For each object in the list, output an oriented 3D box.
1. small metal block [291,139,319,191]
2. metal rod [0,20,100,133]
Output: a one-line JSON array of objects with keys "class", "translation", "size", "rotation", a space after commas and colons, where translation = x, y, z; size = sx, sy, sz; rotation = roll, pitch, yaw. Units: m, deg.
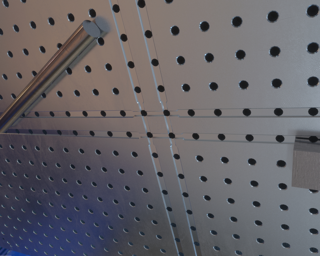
[{"class": "small metal block", "translation": [0.176, 0.042, 0.345], "size": [0.050, 0.025, 0.050], "rotation": [5, 121, 26]}, {"class": "metal rod", "translation": [-0.186, -0.062, 0.470], "size": [0.299, 0.025, 0.025], "rotation": [-30, 102, 37]}]
